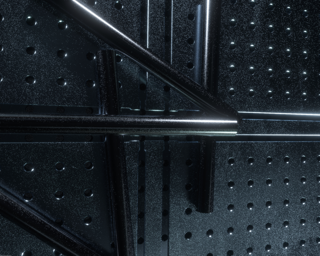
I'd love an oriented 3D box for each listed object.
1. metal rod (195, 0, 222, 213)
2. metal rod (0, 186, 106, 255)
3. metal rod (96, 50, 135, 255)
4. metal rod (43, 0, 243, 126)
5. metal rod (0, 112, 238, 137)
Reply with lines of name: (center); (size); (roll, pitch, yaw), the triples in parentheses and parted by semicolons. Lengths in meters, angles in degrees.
metal rod: (0.069, -0.032, 0.439); (0.025, 0.025, 0.298); (3, 89, -20)
metal rod: (-0.173, 0.086, 0.348); (0.300, 0.025, 0.025); (41, 77, -16)
metal rod: (-0.054, 0.053, 0.393); (0.025, 0.025, 0.298); (-6, 92, -20)
metal rod: (-0.019, -0.088, 0.390); (0.301, 0.025, 0.025); (33, 79, -12)
metal rod: (-0.055, -0.004, 0.365); (0.302, 0.025, 0.025); (1, 90, -11)
